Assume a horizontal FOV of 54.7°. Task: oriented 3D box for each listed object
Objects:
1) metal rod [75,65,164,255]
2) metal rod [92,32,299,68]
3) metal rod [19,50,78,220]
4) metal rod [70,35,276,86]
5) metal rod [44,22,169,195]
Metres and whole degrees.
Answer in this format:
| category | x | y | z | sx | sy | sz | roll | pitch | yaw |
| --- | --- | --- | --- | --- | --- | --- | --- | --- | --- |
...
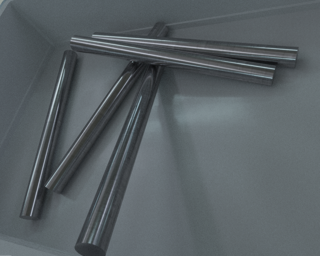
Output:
| category | x | y | z | sx | sy | sz | roll | pitch | yaw |
| --- | --- | --- | --- | --- | --- | --- | --- | --- | --- |
| metal rod | -0.030 | 0.000 | 0.355 | 0.025 | 0.025 | 0.300 | -12 | 36 | 21 |
| metal rod | 0.031 | -0.113 | 0.435 | 0.301 | 0.025 | 0.025 | 12 | 68 | 25 |
| metal rod | -0.172 | -0.007 | 0.497 | 0.025 | 0.025 | 0.299 | -11 | 57 | 22 |
| metal rod | 0.002 | -0.098 | 0.429 | 0.301 | 0.025 | 0.025 | 15 | 69 | 22 |
| metal rod | -0.073 | -0.038 | 0.465 | 0.025 | 0.025 | 0.300 | 22 | 73 | 35 |
